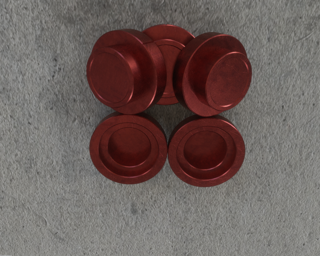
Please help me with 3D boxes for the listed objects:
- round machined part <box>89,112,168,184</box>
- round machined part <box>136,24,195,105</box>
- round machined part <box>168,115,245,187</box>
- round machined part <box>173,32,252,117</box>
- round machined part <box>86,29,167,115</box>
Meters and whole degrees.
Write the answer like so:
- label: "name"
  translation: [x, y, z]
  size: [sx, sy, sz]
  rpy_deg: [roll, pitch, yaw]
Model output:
- label: "round machined part"
  translation: [-0.040, 0.022, 0.409]
  size: [0.099, 0.042, 0.097]
  rpy_deg: [0, 110, -1]
- label: "round machined part"
  translation: [0.006, -0.074, 0.374]
  size: [0.099, 0.042, 0.097]
  rpy_deg: [0, 110, -1]
- label: "round machined part"
  translation: [0.059, 0.026, 0.412]
  size: [0.099, 0.042, 0.097]
  rpy_deg: [0, 110, -1]
- label: "round machined part"
  translation: [0.067, -0.058, 0.358]
  size: [0.099, 0.042, 0.097]
  rpy_deg: [-15, 120, -28]
- label: "round machined part"
  translation: [-0.045, -0.061, 0.353]
  size: [0.098, 0.042, 0.097]
  rpy_deg: [14, 118, 30]
